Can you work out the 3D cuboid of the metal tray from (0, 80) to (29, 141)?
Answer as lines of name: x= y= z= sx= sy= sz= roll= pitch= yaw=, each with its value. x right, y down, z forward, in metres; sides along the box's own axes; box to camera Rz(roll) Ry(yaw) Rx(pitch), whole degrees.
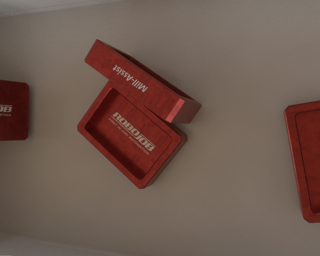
metal tray: x=-0.259 y=-0.026 z=0.445 sx=0.030 sy=0.131 sz=0.089 roll=2 pitch=91 yaw=41

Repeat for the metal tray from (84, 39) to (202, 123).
metal tray: x=-0.018 y=-0.054 z=0.382 sx=0.130 sy=0.090 sz=0.030 roll=37 pitch=102 yaw=16

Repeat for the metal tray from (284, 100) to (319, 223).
metal tray: x=0.194 y=0.033 z=0.339 sx=0.090 sy=0.030 sz=0.129 roll=-10 pitch=87 yaw=19

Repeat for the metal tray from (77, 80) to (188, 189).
metal tray: x=-0.040 y=0.007 z=0.421 sx=0.130 sy=0.030 sz=0.090 roll=41 pitch=103 yaw=15
